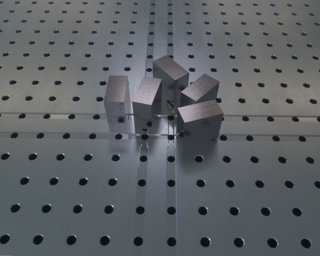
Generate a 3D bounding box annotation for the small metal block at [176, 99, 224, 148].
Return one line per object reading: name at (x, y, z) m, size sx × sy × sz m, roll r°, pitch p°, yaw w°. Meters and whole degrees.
small metal block at (0.049, -0.005, 0.396) m, size 0.050 × 0.050 × 0.025 m, roll -14°, pitch 52°, yaw -11°

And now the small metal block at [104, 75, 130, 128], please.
small metal block at (-0.057, -0.036, 0.421) m, size 0.025 × 0.050 × 0.050 m, roll 1°, pitch 50°, yaw 1°

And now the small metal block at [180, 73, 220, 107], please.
small metal block at (0.053, -0.038, 0.424) m, size 0.025 × 0.050 × 0.050 m, roll 35°, pitch 58°, yaw 26°

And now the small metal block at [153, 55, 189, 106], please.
small metal block at (0.015, -0.069, 0.450) m, size 0.025 × 0.050 × 0.050 m, roll -31°, pitch 57°, yaw -23°

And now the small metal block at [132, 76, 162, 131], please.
small metal block at (-0.016, -0.033, 0.420) m, size 0.025 × 0.050 × 0.050 m, roll 12°, pitch 51°, yaw 10°
